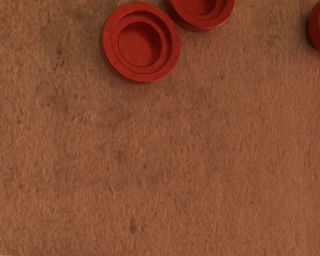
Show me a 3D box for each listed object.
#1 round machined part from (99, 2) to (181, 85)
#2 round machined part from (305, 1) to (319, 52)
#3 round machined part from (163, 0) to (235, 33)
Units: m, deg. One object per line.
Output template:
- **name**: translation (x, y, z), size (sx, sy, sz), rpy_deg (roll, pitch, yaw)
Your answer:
- **round machined part**: translation (-0.027, -0.103, 0.391), size (0.099, 0.042, 0.097), rpy_deg (0, 90, -21)
- **round machined part**: translation (0.280, -0.164, 0.505), size (0.099, 0.042, 0.097), rpy_deg (0, 90, -21)
- **round machined part**: translation (0.048, -0.177, 0.419), size (0.099, 0.042, 0.097), rpy_deg (0, 90, -21)
